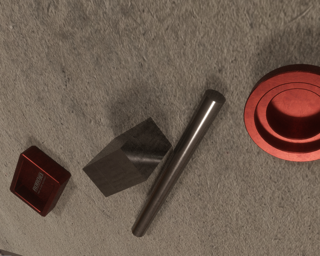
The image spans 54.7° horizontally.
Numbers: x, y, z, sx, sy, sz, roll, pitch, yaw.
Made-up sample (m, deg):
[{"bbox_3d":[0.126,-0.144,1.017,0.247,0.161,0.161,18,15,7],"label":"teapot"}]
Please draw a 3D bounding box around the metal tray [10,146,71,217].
[{"bbox_3d":[-0.229,0.103,0.584,0.090,0.030,0.129,38,129,2],"label":"metal tray"}]

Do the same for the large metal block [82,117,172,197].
[{"bbox_3d":[-0.042,0.039,0.416,0.080,0.080,0.050,-29,103,37],"label":"large metal block"}]

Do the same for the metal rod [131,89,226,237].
[{"bbox_3d":[0.013,0.070,0.441,0.025,0.025,0.298,31,128,8],"label":"metal rod"}]

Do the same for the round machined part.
[{"bbox_3d":[0.138,-0.018,0.312,0.098,0.042,0.097,13,124,20],"label":"round machined part"}]
